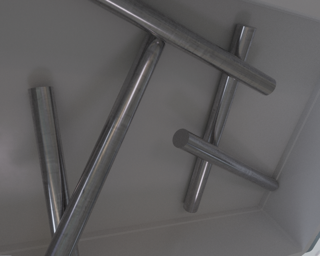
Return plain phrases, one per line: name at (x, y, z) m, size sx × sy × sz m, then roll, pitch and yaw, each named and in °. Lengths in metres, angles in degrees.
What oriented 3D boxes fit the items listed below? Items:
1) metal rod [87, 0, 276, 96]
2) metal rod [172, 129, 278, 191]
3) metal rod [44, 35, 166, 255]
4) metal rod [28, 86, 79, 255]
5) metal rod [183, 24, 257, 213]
metal rod at (0.021, -0.100, 0.338) m, size 0.302 × 0.025 × 0.025 m, roll 20°, pitch 108°, yaw -30°
metal rod at (0.120, 0.061, 0.486) m, size 0.301 × 0.025 × 0.025 m, roll 27°, pitch 104°, yaw -45°
metal rod at (-0.063, 0.038, 0.321) m, size 0.025 × 0.025 × 0.299 m, roll 31°, pitch 77°, yaw -38°
metal rod at (-0.104, 0.106, 0.331) m, size 0.025 × 0.025 × 0.298 m, roll -9°, pitch 95°, yaw -24°
metal rod at (0.080, 0.003, 0.453) m, size 0.025 × 0.025 × 0.298 m, roll -2°, pitch 120°, yaw -28°
